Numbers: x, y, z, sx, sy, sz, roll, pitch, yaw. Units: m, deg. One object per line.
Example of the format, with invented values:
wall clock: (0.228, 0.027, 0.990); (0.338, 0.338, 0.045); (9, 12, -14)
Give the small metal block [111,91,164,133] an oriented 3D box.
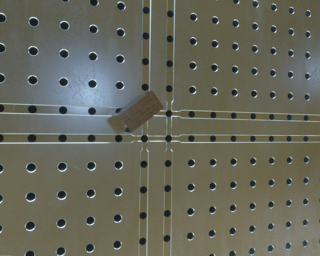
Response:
small metal block: (-0.029, -0.020, 0.388); (0.050, 0.050, 0.025); (-39, 103, -16)
